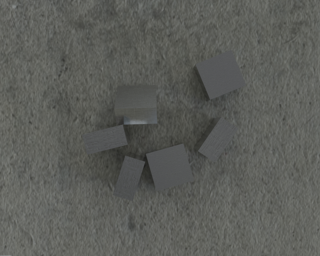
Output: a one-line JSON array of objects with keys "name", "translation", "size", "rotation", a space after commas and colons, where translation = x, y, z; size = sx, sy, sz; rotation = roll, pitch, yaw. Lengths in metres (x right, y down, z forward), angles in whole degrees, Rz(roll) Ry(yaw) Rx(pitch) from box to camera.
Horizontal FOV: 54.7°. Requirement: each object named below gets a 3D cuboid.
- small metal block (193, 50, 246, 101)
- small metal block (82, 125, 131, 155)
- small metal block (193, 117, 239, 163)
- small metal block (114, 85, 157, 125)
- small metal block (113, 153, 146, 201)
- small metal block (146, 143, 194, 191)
[{"name": "small metal block", "translation": [0.078, -0.069, 0.411], "size": [0.050, 0.025, 0.050], "rotation": [-22, 90, -1]}, {"name": "small metal block", "translation": [-0.066, 0.014, 0.397], "size": [0.050, 0.050, 0.025], "rotation": [-14, 90, 0]}, {"name": "small metal block", "translation": [0.070, 0.014, 0.398], "size": [0.025, 0.050, 0.050], "rotation": [34, 90, -1]}, {"name": "small metal block", "translation": [-0.029, -0.030, 0.395], "size": [0.050, 0.050, 0.025], "rotation": [-2, 130, -1]}, {"name": "small metal block", "translation": [-0.037, 0.060, 0.397], "size": [0.025, 0.050, 0.050], "rotation": [18, 90, 0]}, {"name": "small metal block", "translation": [0.013, 0.050, 0.410], "size": [0.050, 0.025, 0.050], "rotation": [-16, 90, -1]}]
